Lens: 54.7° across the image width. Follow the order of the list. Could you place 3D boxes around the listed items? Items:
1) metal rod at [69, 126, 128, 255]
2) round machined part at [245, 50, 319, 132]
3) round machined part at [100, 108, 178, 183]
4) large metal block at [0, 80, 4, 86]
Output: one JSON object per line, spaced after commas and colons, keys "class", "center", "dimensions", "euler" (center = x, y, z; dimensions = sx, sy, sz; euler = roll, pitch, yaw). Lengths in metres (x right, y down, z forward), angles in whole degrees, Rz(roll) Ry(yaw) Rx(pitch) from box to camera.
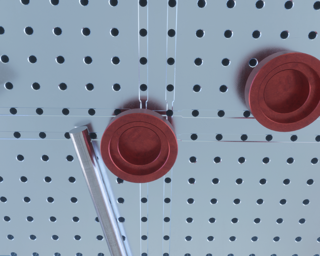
{"class": "metal rod", "center": [-0.078, 0.139, 0.463], "dimensions": [0.025, 0.025, 0.298], "euler": [-12, 110, 4]}
{"class": "round machined part", "center": [0.155, -0.048, 0.388], "dimensions": [0.099, 0.042, 0.097], "euler": [0, 110, 0]}
{"class": "round machined part", "center": [-0.026, 0.020, 0.411], "dimensions": [0.099, 0.042, 0.097], "euler": [0, 110, -1]}
{"class": "large metal block", "center": [-0.260, -0.054, 0.378], "dimensions": [0.080, 0.050, 0.080], "euler": [-39, 106, 13]}
